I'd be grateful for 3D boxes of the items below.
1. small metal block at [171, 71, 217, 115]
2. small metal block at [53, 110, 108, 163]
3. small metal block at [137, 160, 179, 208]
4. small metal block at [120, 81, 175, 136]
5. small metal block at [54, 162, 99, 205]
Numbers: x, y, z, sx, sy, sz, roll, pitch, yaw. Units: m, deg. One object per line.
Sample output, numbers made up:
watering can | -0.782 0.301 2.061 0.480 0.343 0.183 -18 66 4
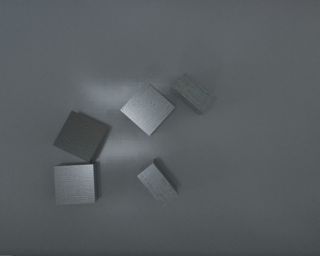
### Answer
small metal block | 0.042 -0.043 0.399 0.050 0.050 0.025 40 90 0
small metal block | -0.102 0.012 0.405 0.050 0.025 0.050 25 77 0
small metal block | -0.002 0.070 0.399 0.025 0.050 0.050 -39 90 0
small metal block | -0.016 -0.025 0.411 0.050 0.025 0.050 42 90 0
small metal block | -0.110 0.073 0.410 0.050 0.025 0.050 -3 90 0
